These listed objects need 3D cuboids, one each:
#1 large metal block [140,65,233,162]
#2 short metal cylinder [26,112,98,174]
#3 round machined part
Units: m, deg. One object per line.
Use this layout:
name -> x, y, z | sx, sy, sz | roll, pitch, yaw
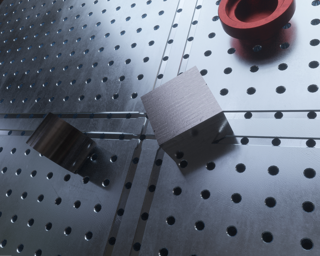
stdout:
large metal block -> 0.032, -0.017, 0.385 | 0.080, 0.050, 0.080 | -29, 52, 9
short metal cylinder -> -0.135, 0.021, 0.429 | 0.080, 0.080, 0.050 | 24, 75, 36
round machined part -> 0.133, -0.157, 0.423 | 0.098, 0.042, 0.098 | -13, 56, 20
